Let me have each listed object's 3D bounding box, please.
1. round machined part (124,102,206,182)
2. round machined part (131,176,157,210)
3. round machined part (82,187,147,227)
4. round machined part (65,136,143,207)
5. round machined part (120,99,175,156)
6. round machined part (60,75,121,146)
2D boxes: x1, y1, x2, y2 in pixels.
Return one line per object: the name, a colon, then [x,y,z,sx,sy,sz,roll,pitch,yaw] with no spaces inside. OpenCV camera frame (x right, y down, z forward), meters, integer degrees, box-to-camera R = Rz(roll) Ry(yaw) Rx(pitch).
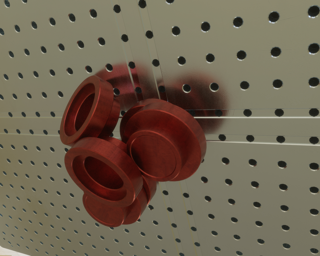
round machined part: [0.000,0.023,0.359,0.098,0.042,0.097,13,123,21]
round machined part: [-0.058,0.085,0.457,0.098,0.042,0.097,13,124,21]
round machined part: [-0.071,0.104,0.448,0.098,0.042,0.097,13,124,21]
round machined part: [-0.064,0.049,0.382,0.098,0.042,0.097,17,134,19]
round machined part: [-0.009,0.016,0.388,0.098,0.042,0.097,13,124,21]
round machined part: [-0.090,-0.017,0.413,0.042,0.098,0.098,26,138,-35]
